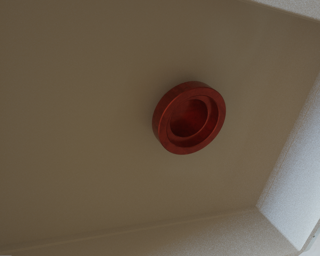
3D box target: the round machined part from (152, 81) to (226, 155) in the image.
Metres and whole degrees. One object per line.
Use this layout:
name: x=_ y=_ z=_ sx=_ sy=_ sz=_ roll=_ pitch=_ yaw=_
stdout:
round machined part: x=0.034 y=-0.017 z=0.408 sx=0.099 sy=0.042 sz=0.097 roll=-14 pitch=125 yaw=-21
